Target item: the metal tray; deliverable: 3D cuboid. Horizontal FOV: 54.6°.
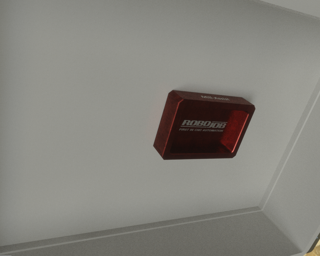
[{"bbox_3d":[0.064,-0.001,0.438,0.131,0.030,0.089,2,118,-29],"label":"metal tray"}]
